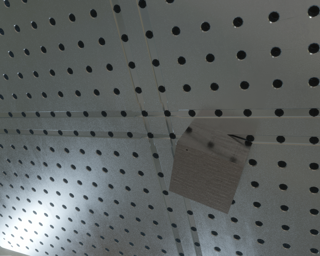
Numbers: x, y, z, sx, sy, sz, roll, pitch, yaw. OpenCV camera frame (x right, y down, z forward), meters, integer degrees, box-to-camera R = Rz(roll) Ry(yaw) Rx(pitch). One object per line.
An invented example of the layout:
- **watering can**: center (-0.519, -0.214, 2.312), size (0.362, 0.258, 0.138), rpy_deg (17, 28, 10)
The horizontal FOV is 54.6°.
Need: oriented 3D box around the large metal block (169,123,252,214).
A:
- **large metal block**: center (0.062, 0.050, 0.394), size (0.080, 0.050, 0.079), rpy_deg (19, 126, 17)
